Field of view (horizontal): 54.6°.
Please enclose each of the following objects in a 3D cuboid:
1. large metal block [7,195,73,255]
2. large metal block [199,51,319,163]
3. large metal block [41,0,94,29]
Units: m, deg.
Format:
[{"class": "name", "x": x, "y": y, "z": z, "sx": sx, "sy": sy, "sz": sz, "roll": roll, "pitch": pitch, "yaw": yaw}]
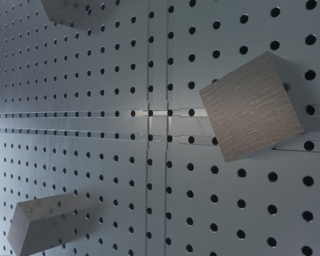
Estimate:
[{"class": "large metal block", "x": -0.213, "y": 0.173, "z": 0.551, "sx": 0.050, "sy": 0.081, "sz": 0.080, "roll": 36, "pitch": 112, "yaw": 34}, {"class": "large metal block", "x": 0.097, "y": -0.018, "z": 0.313, "sx": 0.080, "sy": 0.050, "sz": 0.080, "roll": -29, "pitch": 72, "yaw": 36}, {"class": "large metal block", "x": -0.158, "y": -0.232, "z": 0.526, "sx": 0.080, "sy": 0.050, "sz": 0.080, "roll": -41, "pitch": 65, "yaw": 32}]
